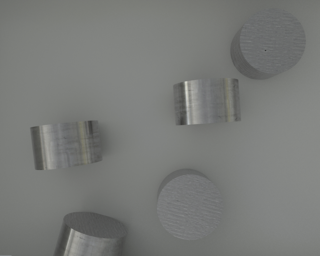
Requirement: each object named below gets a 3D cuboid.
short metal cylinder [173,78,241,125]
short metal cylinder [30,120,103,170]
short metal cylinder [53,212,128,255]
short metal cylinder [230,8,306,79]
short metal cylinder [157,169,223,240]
[{"bbox_3d":[0.058,-0.031,0.385,0.081,0.080,0.050,-4,90,-1],"label":"short metal cylinder"},{"bbox_3d":[-0.114,0.020,0.382,0.081,0.080,0.050,-7,90,0],"label":"short metal cylinder"},{"bbox_3d":[-0.085,0.143,0.383,0.080,0.080,0.050,15,90,-1],"label":"short metal cylinder"},{"bbox_3d":[0.137,-0.106,0.401,0.081,0.050,0.079,0,90,-1],"label":"short metal cylinder"},{"bbox_3d":[0.037,0.096,0.400,0.081,0.050,0.079,0,90,-1],"label":"short metal cylinder"}]
